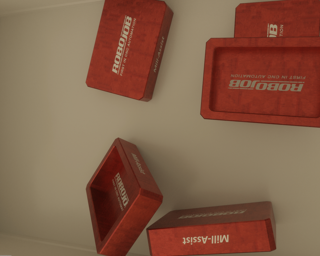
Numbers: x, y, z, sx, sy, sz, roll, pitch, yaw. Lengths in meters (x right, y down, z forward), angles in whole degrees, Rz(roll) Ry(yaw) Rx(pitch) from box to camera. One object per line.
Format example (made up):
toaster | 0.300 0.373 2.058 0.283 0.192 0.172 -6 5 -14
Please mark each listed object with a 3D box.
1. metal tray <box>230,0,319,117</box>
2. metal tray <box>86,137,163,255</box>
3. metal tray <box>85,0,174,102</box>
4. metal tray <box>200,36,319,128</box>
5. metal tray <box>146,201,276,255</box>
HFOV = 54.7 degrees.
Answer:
metal tray | 0.132 -0.078 0.361 0.090 0.030 0.129 3 91 20
metal tray | -0.050 0.079 0.381 0.030 0.130 0.090 27 103 -28
metal tray | -0.042 -0.109 0.423 0.090 0.030 0.129 16 95 19
metal tray | 0.114 -0.050 0.334 0.130 0.030 0.089 5 92 19
metal tray | 0.061 0.113 0.353 0.130 0.090 0.030 -11 85 19
